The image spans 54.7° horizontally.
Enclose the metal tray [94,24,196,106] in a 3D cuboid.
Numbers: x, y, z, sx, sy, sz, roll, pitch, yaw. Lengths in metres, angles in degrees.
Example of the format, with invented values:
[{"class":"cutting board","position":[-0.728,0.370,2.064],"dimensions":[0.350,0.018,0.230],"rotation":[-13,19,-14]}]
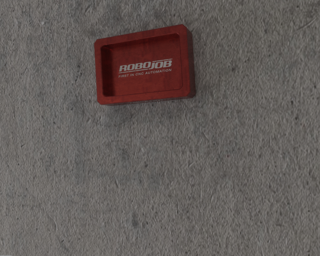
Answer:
[{"class":"metal tray","position":[-0.022,-0.080,0.413],"dimensions":[0.130,0.030,0.089],"rotation":[-4,89,19]}]
